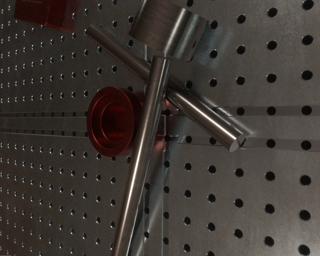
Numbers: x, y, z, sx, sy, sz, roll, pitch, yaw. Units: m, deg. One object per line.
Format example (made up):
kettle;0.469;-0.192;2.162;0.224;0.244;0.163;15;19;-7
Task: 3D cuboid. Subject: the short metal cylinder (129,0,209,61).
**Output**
short metal cylinder;0.010;-0.119;0.364;0.080;0.081;0.050;38;113;33

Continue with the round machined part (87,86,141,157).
round machined part;-0.058;-0.009;0.444;0.098;0.042;0.097;0;90;39

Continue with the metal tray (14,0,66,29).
metal tray;-0.230;-0.244;0.592;0.130;0.030;0.089;23;104;37

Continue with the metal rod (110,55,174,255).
metal rod;-0.029;0.055;0.411;0.025;0.025;0.298;27;113;36

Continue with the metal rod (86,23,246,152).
metal rod;-0.011;-0.069;0.416;0.300;0.025;0.025;42;115;31
